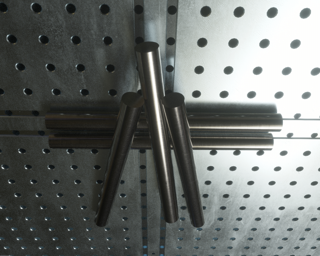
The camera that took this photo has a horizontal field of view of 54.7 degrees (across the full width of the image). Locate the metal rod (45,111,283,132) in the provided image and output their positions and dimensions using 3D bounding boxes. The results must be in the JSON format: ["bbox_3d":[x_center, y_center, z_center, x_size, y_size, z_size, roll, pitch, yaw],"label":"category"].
[{"bbox_3d":[0.006,-0.009,0.405,0.302,0.025,0.025,1,130,-1],"label":"metal rod"}]

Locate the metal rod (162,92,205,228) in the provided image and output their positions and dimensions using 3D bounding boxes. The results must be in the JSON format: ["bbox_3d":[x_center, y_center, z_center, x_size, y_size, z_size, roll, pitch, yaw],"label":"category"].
[{"bbox_3d":[0.041,0.068,0.446,0.025,0.025,0.299,-8,137,6],"label":"metal rod"}]

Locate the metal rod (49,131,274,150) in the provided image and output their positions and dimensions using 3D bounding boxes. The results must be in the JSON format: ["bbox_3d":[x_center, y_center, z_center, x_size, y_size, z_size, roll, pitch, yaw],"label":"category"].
[{"bbox_3d":[0.003,0.018,0.427,0.302,0.025,0.025,1,130,-1],"label":"metal rod"}]

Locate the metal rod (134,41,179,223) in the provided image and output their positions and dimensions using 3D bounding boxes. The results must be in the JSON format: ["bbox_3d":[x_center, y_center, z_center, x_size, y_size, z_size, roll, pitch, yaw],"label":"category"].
[{"bbox_3d":[0.002,0.031,0.406,0.025,0.025,0.298,-5,130,4],"label":"metal rod"}]

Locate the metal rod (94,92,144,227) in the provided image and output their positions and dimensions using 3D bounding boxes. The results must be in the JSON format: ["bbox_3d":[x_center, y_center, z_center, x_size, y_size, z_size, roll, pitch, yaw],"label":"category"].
[{"bbox_3d":[-0.066,0.067,0.443,0.025,0.025,0.298,11,136,-10],"label":"metal rod"}]
